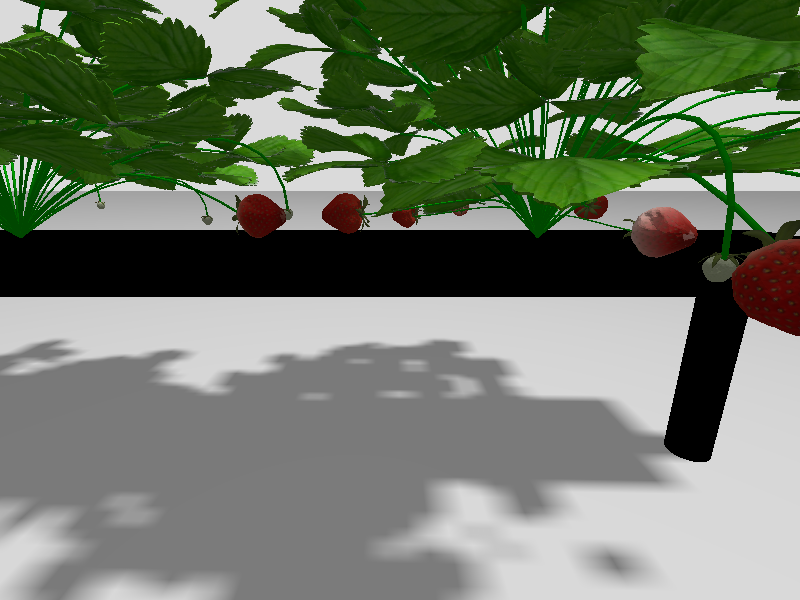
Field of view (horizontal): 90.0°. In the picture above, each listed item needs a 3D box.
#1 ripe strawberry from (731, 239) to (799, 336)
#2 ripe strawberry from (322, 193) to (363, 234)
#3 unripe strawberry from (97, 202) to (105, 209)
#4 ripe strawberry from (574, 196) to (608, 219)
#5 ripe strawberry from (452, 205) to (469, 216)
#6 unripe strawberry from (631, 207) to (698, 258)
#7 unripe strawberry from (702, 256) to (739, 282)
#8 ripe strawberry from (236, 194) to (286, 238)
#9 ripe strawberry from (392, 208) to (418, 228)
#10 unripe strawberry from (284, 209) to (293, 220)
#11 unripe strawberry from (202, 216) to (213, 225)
[{"bbox_3d":[0.123,-0.002,0.123,0.034,0.031,0.030,0,-36,-1],"label":"ripe strawberry"},{"bbox_3d":[-0.052,-0.079,0.365,0.036,0.036,0.040,2,17,7],"label":"ripe strawberry"},{"bbox_3d":[-0.383,-0.121,0.513,0.009,0.010,0.010,-5,17,-16],"label":"unripe strawberry"},{"bbox_3d":[0.236,-0.116,0.494,0.038,0.033,0.038,12,20,35],"label":"ripe strawberry"},{"bbox_3d":[0.080,-0.126,0.544,0.027,0.024,0.024,-3,3,-10],"label":"ripe strawberry"},{"bbox_3d":[0.163,-0.041,0.247,0.035,0.032,0.032,-7,19,-22],"label":"unripe strawberry"},{"bbox_3d":[0.117,-0.011,0.146,0.011,0.010,0.010,0,17,1],"label":"unripe strawberry"},{"bbox_3d":[-0.115,-0.070,0.336,0.037,0.036,0.040,1,17,2],"label":"ripe strawberry"},{"bbox_3d":[0.005,-0.087,0.414,0.025,0.024,0.027,9,19,30],"label":"ripe strawberry"},{"bbox_3d":[-0.102,-0.077,0.364,0.010,0.010,0.009,-2,17,-5],"label":"unripe strawberry"},{"bbox_3d":[-0.207,-0.085,0.431,0.010,0.010,0.009,-12,20,-34],"label":"unripe strawberry"}]
